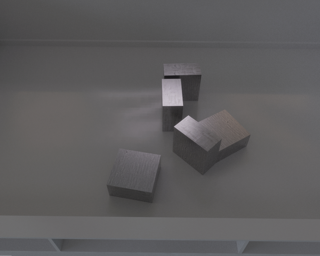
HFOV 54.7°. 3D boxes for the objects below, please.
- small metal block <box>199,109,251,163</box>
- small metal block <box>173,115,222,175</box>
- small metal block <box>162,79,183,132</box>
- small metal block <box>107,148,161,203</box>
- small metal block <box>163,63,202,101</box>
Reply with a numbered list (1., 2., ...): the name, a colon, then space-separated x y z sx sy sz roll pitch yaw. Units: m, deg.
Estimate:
1. small metal block: 0.078 0.010 0.397 0.050 0.025 0.050 -25 54 -20
2. small metal block: 0.043 0.021 0.371 0.025 0.050 0.050 -38 60 -27
3. small metal block: 0.016 -0.030 0.414 0.025 0.050 0.050 -1 50 -1
4. small metal block: -0.028 0.055 0.359 0.050 0.025 0.050 9 51 7
5. small metal block: 0.030 -0.065 0.443 0.050 0.050 0.025 -2 50 -2
